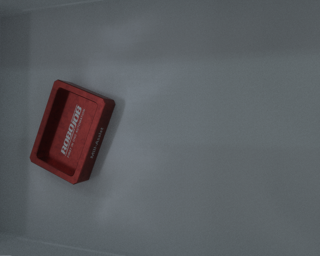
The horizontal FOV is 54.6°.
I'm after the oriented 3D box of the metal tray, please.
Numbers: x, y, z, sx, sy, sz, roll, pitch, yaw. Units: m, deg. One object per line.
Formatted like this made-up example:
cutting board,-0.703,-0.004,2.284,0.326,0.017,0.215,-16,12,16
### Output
metal tray,-0.129,0.005,0.454,0.090,0.030,0.129,23,98,18
